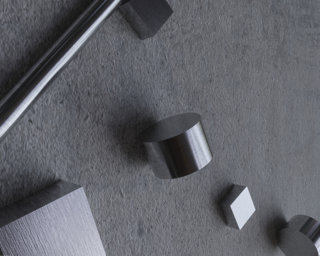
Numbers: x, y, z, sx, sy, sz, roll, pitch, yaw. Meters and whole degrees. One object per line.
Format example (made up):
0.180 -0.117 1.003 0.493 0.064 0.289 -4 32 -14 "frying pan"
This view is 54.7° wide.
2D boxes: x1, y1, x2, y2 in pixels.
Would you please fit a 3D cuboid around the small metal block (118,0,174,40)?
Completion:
-0.017 -0.148 0.390 0.050 0.025 0.050 48 62 -29 "small metal block"

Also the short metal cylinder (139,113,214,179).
0.020 0.020 0.386 0.081 0.080 0.050 -34 111 -35 "short metal cylinder"

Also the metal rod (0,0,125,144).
-0.123 -0.042 0.301 0.025 0.025 0.300 47 62 -30 "metal rod"

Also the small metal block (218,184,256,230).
0.127 0.130 0.512 0.050 0.025 0.050 -37 113 -34 "small metal block"

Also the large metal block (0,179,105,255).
-0.109 0.106 0.298 0.081 0.050 0.080 -24 106 -37 "large metal block"

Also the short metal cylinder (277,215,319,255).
0.277 0.217 0.601 0.050 0.080 0.080 -26 106 -37 "short metal cylinder"
